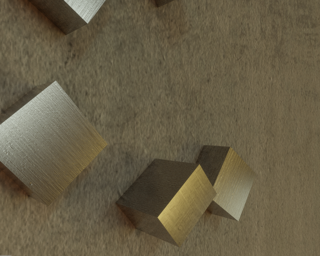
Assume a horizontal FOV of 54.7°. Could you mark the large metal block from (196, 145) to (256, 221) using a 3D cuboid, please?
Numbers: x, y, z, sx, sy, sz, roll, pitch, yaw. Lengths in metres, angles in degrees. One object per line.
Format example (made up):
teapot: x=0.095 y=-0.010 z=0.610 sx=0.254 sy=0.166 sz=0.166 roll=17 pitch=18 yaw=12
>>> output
large metal block: x=0.092 y=0.082 z=0.469 sx=0.080 sy=0.050 sz=0.080 roll=43 pitch=64 yaw=-32

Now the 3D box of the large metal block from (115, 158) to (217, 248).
large metal block: x=0.008 y=0.086 z=0.378 sx=0.080 sy=0.080 sz=0.050 roll=-46 pitch=118 yaw=-30

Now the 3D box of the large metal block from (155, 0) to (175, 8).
large metal block: x=0.023 y=-0.210 z=0.389 sx=0.050 sy=0.080 sz=0.080 roll=-39 pitch=114 yaw=-33

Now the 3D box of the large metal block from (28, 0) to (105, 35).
large metal block: x=-0.093 y=-0.156 z=0.311 sx=0.080 sy=0.050 sz=0.080 roll=42 pitch=64 yaw=-32

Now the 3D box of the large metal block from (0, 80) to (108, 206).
large metal block: x=-0.113 y=0.013 z=0.295 sx=0.080 sy=0.050 sz=0.080 roll=-49 pitch=120 yaw=-29
